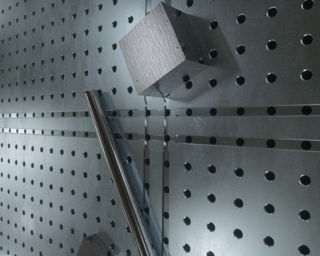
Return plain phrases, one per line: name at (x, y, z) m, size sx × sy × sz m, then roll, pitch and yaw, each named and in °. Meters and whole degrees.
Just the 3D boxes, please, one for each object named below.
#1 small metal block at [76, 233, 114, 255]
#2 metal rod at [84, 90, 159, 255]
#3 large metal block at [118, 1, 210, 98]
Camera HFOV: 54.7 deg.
small metal block at (-0.105, 0.207, 0.494) m, size 0.050 × 0.025 × 0.050 m, roll 37°, pitch 113°, yaw 33°
metal rod at (-0.055, 0.077, 0.452) m, size 0.025 × 0.025 × 0.299 m, roll -35°, pitch 69°, yaw 34°
large metal block at (0.003, -0.094, 0.389) m, size 0.080 × 0.050 × 0.080 m, roll -32°, pitch 71°, yaw 35°
